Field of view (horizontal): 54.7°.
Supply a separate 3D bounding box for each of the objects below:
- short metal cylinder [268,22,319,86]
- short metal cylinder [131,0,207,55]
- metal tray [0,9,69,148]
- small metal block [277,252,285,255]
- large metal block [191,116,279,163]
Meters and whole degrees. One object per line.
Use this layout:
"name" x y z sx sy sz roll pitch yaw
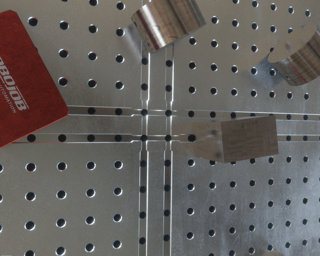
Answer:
"short metal cylinder" 0.210 -0.109 0.460 0.050 0.080 0.080 43 77 -15
"short metal cylinder" 0.011 -0.133 0.387 0.080 0.080 0.050 -32 101 -17
"metal tray" -0.173 -0.053 0.346 0.091 0.030 0.129 -29 100 -18
"small metal block" 0.195 0.235 0.485 0.050 0.025 0.050 -45 104 -14
"large metal block" 0.098 0.013 0.419 0.081 0.080 0.050 -7 93 -20
